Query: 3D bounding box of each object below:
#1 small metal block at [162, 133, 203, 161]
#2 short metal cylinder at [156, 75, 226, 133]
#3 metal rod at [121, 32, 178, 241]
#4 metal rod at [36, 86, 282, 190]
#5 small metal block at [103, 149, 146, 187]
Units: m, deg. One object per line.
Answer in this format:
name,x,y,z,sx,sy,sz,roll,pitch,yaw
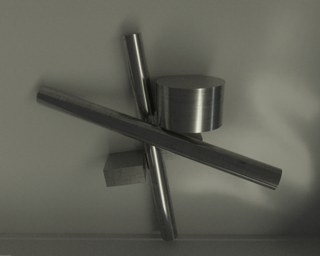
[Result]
small metal block,0.028,0.018,0.405,0.050,0.050,0.025,-5,111,1
short metal cylinder,0.036,-0.032,0.371,0.081,0.080,0.050,-1,110,0
metal rod,-0.010,0.026,0.420,0.025,0.025,0.298,-9,110,3
metal rod,-0.010,0.008,0.368,0.301,0.025,0.025,19,110,10
small metal block,-0.045,0.053,0.417,0.050,0.050,0.025,-7,110,2
